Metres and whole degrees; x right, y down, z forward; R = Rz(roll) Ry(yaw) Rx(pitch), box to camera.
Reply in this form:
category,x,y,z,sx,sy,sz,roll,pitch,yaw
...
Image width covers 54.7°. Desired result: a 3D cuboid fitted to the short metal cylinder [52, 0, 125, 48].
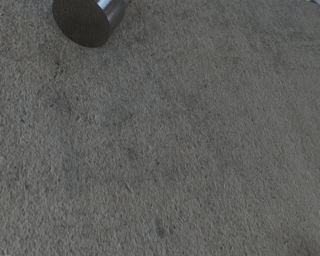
category,x,y,z,sx,sy,sz,roll,pitch,yaw
short metal cylinder,-0.094,-0.155,0.413,0.080,0.080,0.050,30,52,-9
